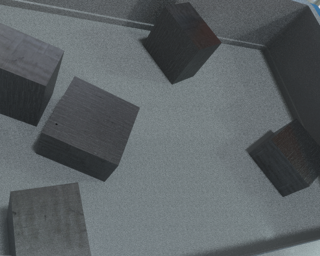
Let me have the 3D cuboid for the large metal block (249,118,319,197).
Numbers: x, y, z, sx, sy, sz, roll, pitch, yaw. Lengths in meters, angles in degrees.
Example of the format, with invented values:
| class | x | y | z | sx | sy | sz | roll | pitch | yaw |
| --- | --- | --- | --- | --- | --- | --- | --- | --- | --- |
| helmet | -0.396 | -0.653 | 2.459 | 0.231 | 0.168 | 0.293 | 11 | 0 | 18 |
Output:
| class | x | y | z | sx | sy | sz | roll | pitch | yaw |
| --- | --- | --- | --- | --- | --- | --- | --- | --- | --- |
| large metal block | 0.196 | 0.044 | 0.468 | 0.081 | 0.050 | 0.080 | -29 | 78 | -37 |

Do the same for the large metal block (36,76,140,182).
| class | x | y | z | sx | sy | sz | roll | pitch | yaw |
| --- | --- | --- | --- | --- | --- | --- | --- | --- | --- |
| large metal block | -0.078 | 0.002 | 0.346 | 0.080 | 0.050 | 0.080 | 26 | 53 | -13 |

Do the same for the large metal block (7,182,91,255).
| class | x | y | z | sx | sy | sz | roll | pitch | yaw |
| --- | --- | --- | --- | --- | --- | --- | --- | --- | --- |
| large metal block | -0.095 | 0.100 | 0.258 | 0.050 | 0.080 | 0.080 | -3 | 63 | -30 |

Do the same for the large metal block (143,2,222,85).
| class | x | y | z | sx | sy | sz | roll | pitch | yaw |
| --- | --- | --- | --- | --- | --- | --- | --- | --- | --- |
| large metal block | 0.031 | -0.126 | 0.463 | 0.050 | 0.080 | 0.080 | -27 | 77 | -37 |

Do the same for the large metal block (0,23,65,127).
| class | x | y | z | sx | sy | sz | roll | pitch | yaw |
| --- | --- | --- | --- | --- | --- | --- | --- | --- | --- |
| large metal block | -0.154 | -0.054 | 0.321 | 0.080 | 0.080 | 0.050 | 22 | 54 | -15 |
